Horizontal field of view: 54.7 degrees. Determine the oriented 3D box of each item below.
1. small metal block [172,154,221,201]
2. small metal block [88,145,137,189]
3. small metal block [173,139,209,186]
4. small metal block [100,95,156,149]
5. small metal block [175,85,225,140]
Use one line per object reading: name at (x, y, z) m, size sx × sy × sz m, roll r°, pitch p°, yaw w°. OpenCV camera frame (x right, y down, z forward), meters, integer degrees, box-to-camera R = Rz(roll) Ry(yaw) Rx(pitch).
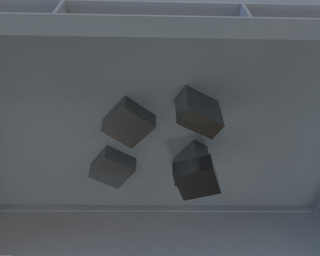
small metal block at (0.047, 0.065, 0.399) m, size 0.050 × 0.025 × 0.050 m, roll -14°, pitch 129°, yaw 11°
small metal block at (-0.070, 0.059, 0.458) m, size 0.050 × 0.025 × 0.050 m, roll 28°, pitch 125°, yaw -22°
small metal block at (0.045, 0.053, 0.439) m, size 0.025 × 0.050 × 0.050 m, roll 28°, pitch 125°, yaw -22°
small metal block at (-0.041, -0.006, 0.403) m, size 0.050 × 0.025 × 0.050 m, roll 33°, pitch 123°, yaw -25°
small metal block at (0.047, -0.020, 0.377) m, size 0.050 × 0.050 × 0.025 m, roll 24°, pitch 126°, yaw -19°
